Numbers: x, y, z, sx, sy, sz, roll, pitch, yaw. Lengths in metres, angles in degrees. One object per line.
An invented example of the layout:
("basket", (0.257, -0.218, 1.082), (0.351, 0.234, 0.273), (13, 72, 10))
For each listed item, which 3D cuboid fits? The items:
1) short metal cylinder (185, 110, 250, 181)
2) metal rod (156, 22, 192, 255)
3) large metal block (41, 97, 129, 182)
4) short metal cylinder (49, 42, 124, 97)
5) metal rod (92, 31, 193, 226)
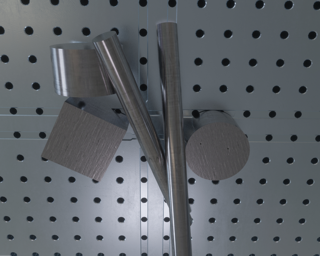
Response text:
("short metal cylinder", (0.071, 0.022, 0.409), (0.081, 0.050, 0.079), (0, 110, 0))
("metal rod", (0.018, 0.025, 0.381), (0.025, 0.025, 0.298), (-4, 94, 1))
("large metal block", (-0.094, 0.011, 0.403), (0.080, 0.050, 0.080), (26, 108, -10))
("short metal cylinder", (-0.082, -0.070, 0.358), (0.081, 0.080, 0.050), (0, 110, 0))
("metal rod", (-0.009, 0.026, 0.384), (0.025, 0.025, 0.299), (-18, 124, 6))
